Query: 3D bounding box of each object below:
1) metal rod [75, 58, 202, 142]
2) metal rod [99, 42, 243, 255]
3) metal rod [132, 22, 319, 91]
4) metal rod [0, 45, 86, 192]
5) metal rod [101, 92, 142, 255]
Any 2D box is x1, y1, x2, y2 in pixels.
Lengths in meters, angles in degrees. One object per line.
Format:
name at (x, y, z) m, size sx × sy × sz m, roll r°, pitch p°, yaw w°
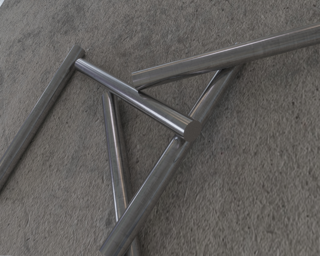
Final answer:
metal rod at (-0.052, -0.054, 0.437) m, size 0.025 × 0.025 × 0.300 m, roll -50°, pitch 43°, yaw -7°
metal rod at (0.028, 0.013, 0.363) m, size 0.025 × 0.025 × 0.300 m, roll 20°, pitch 67°, yaw 35°
metal rod at (0.113, -0.093, 0.371) m, size 0.301 × 0.025 × 0.025 m, roll -13°, pitch 56°, yaw 9°
metal rod at (-0.210, -0.016, 0.524) m, size 0.025 × 0.025 × 0.300 m, roll 13°, pitch 68°, yaw 33°
metal rod at (-0.048, 0.071, 0.385) m, size 0.025 × 0.025 × 0.299 m, roll -24°, pitch 53°, yaw 14°
